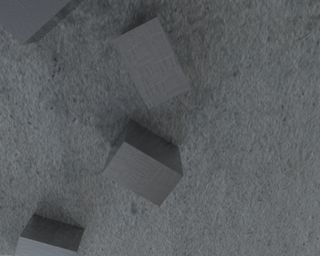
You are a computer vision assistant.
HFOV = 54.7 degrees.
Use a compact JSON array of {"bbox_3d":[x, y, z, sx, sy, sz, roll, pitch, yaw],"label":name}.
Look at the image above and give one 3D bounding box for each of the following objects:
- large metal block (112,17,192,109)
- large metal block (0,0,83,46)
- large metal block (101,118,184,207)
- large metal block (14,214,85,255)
[{"bbox_3d":[-0.008,-0.078,0.352,0.050,0.080,0.080,-25,109,8],"label":"large metal block"},{"bbox_3d":[-0.144,-0.150,0.339,0.080,0.050,0.080,-37,106,12],"label":"large metal block"},{"bbox_3d":[-0.020,0.041,0.395,0.080,0.080,0.050,32,107,-12],"label":"large metal block"},{"bbox_3d":[-0.168,0.187,0.463,0.080,0.050,0.079,19,109,-7],"label":"large metal block"}]
